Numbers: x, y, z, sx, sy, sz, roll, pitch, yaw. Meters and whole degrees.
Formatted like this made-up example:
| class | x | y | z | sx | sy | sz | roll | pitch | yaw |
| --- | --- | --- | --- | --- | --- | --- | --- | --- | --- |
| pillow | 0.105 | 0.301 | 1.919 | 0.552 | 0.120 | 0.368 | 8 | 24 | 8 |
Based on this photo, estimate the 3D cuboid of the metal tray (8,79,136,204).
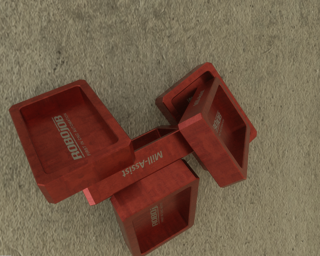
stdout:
| class | x | y | z | sx | sy | sz | roll | pitch | yaw |
| --- | --- | --- | --- | --- | --- | --- | --- | --- | --- |
| metal tray | -0.095 | 0.005 | 0.325 | 0.091 | 0.130 | 0.030 | -26 | 138 | -19 |

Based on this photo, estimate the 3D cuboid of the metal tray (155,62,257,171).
| class | x | y | z | sx | sy | sz | roll | pitch | yaw |
| --- | --- | --- | --- | --- | --- | --- | --- | --- | --- |
| metal tray | 0.067 | -0.014 | 0.433 | 0.090 | 0.030 | 0.130 | -40 | 103 | -16 |

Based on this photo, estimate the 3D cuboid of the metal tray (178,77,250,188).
| class | x | y | z | sx | sy | sz | roll | pitch | yaw |
| --- | --- | --- | --- | --- | --- | --- | --- | --- | --- |
| metal tray | 0.073 | -0.001 | 0.379 | 0.090 | 0.030 | 0.130 | 54 | 29 | -13 |

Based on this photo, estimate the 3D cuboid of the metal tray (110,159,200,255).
| class | x | y | z | sx | sy | sz | roll | pitch | yaw |
| --- | --- | --- | --- | --- | --- | --- | --- | --- | --- |
| metal tray | -0.002 | 0.100 | 0.364 | 0.091 | 0.030 | 0.129 | -26 | 144 | -18 |

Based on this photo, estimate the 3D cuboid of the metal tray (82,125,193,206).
| class | x | y | z | sx | sy | sz | roll | pitch | yaw |
| --- | --- | --- | --- | --- | --- | --- | --- | --- | --- |
| metal tray | -0.033 | 0.037 | 0.364 | 0.131 | 0.090 | 0.030 | -26 | 99 | -18 |
